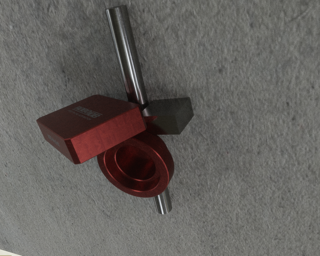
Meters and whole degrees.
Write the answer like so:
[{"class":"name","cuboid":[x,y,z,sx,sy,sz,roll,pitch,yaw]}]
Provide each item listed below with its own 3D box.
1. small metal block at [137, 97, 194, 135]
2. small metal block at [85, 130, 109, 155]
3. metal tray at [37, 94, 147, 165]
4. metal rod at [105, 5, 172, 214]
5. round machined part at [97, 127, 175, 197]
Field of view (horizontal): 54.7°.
[{"class":"small metal block","cuboid":[0.008,-0.015,0.378,0.050,0.050,0.025,-1,118,28]},{"class":"small metal block","cuboid":[-0.075,0.011,0.437,0.050,0.050,0.025,-20,108,35]},{"class":"metal tray","cuboid":[-0.088,-0.005,0.377,0.130,0.091,0.030,18,130,54]},{"class":"metal rod","cuboid":[-0.022,-0.006,0.415,0.025,0.025,0.298,2,120,27]},{"class":"round machined part","cuboid":[-0.027,0.039,0.399,0.098,0.042,0.097,12,127,18]}]
